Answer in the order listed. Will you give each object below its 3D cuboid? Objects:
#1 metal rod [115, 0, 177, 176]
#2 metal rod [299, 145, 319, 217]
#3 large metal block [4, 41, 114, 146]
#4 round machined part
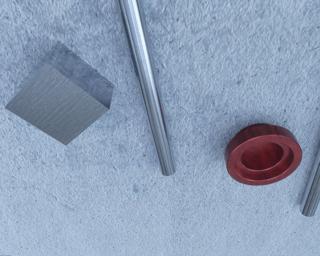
[{"bbox_3d":[-0.013,-0.050,0.364,0.025,0.025,0.298,-8,130,6],"label":"metal rod"},{"bbox_3d":[0.238,0.029,0.435,0.025,0.025,0.298,-5,130,3],"label":"metal rod"},{"bbox_3d":[-0.112,-0.037,0.357,0.080,0.050,0.080,-36,122,26],"label":"large metal block"},{"bbox_3d":[0.138,0.032,0.426,0.099,0.042,0.097,-1,130,0],"label":"round machined part"}]
